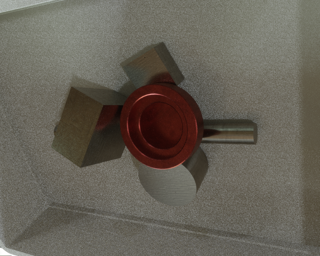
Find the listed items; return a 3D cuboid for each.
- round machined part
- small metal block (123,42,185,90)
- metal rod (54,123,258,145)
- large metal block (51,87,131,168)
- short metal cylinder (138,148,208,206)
[{"bbox_3d":[0.005,-0.004,0.364,0.098,0.042,0.097,6,104,27],"label":"round machined part"},{"bbox_3d":[-0.007,-0.066,0.369,0.050,0.025,0.050,-23,107,36],"label":"small metal block"},{"bbox_3d":[-0.025,0.006,0.420,0.300,0.025,0.025,0,119,27],"label":"metal rod"},{"bbox_3d":[-0.078,-0.003,0.390,0.050,0.080,0.079,30,106,23],"label":"large metal block"},{"bbox_3d":[0.018,0.057,0.413,0.080,0.050,0.079,13,124,20],"label":"short metal cylinder"}]
